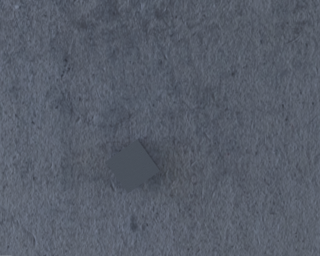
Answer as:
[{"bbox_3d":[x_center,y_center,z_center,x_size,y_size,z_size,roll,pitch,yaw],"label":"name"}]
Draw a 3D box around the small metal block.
[{"bbox_3d":[-0.035,0.049,0.410,0.050,0.025,0.050,-35,90,0],"label":"small metal block"}]
